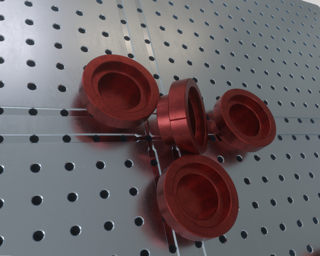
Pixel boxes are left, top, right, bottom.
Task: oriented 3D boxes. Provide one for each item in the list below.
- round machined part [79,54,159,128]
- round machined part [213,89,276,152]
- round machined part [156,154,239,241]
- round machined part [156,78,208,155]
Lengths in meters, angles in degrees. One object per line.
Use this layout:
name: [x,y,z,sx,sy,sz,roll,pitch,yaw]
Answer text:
round machined part: [-0.054,-0.042,0.394,0.099,0.042,0.098,13,56,-21]
round machined part: [0.121,-0.007,0.466,0.099,0.042,0.098,13,56,-21]
round machined part: [0.040,0.083,0.367,0.099,0.042,0.098,13,56,-21]
round machined part: [0.028,-0.012,0.397,0.098,0.042,0.098,-9,90,-69]
